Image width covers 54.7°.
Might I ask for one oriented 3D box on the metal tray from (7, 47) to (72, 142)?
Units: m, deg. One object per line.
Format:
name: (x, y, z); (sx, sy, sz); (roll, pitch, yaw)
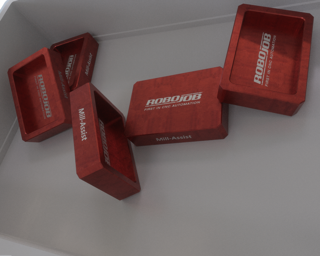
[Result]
metal tray: (-0.190, -0.052, 0.497); (0.090, 0.030, 0.129); (-23, 76, 20)

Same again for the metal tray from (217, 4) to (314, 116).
metal tray: (0.126, -0.084, 0.368); (0.090, 0.030, 0.130); (13, 66, 10)

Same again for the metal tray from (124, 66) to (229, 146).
metal tray: (0.022, -0.027, 0.407); (0.130, 0.030, 0.090); (-6, 59, 25)

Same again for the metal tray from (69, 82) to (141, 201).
metal tray: (-0.070, 0.016, 0.390); (0.030, 0.090, 0.130); (-26, 53, 12)

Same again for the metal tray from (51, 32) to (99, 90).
metal tray: (-0.164, -0.104, 0.552); (0.090, 0.030, 0.130); (-10, 57, 22)
